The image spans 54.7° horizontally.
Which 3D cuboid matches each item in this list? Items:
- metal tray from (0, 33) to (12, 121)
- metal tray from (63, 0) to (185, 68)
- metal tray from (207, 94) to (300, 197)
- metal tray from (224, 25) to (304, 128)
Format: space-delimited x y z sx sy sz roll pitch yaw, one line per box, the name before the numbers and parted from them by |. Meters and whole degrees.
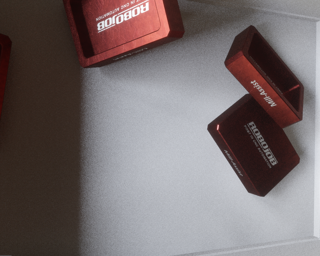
metal tray | -0.206 -0.040 0.307 0.090 0.030 0.129 10 86 -54
metal tray | -0.044 -0.126 0.341 0.030 0.130 0.089 -22 100 -55
metal tray | 0.141 0.024 0.460 0.090 0.030 0.130 -38 102 -16
metal tray | 0.152 -0.073 0.440 0.130 0.030 0.090 44 44 -15
